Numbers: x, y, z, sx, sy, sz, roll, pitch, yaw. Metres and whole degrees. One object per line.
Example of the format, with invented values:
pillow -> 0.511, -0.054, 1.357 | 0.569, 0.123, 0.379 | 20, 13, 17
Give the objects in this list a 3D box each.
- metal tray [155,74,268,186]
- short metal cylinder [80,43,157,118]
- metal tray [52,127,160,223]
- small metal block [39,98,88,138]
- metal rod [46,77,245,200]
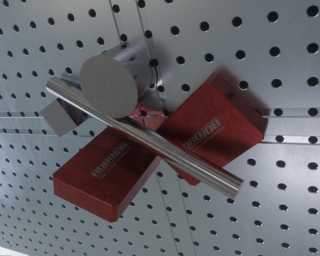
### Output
metal tray -> 0.053, 0.007, 0.385 | 0.090, 0.030, 0.129 | 43, 129, -2
short metal cylinder -> -0.051, -0.059, 0.386 | 0.080, 0.050, 0.079 | 13, 124, 21
metal tray -> -0.064, 0.053, 0.410 | 0.090, 0.131, 0.030 | 21, 126, 15
small metal block -> -0.149, -0.019, 0.478 | 0.050, 0.025, 0.050 | -26, 104, 37
metal rod -> -0.035, 0.002, 0.397 | 0.300, 0.025, 0.025 | 28, 129, 23
